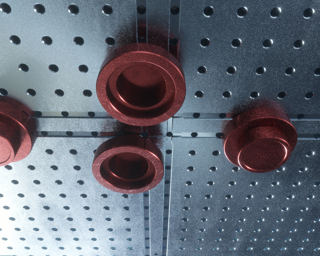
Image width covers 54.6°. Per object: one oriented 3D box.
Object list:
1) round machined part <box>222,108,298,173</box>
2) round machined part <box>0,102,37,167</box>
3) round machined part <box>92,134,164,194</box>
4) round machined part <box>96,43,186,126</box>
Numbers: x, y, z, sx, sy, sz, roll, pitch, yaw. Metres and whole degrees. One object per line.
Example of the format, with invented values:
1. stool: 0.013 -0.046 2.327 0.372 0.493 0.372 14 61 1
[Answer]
1. round machined part: 0.137 0.024 0.421 0.099 0.042 0.097 0 130 0
2. round machined part: -0.220 0.014 0.410 0.099 0.042 0.097 0 130 0
3. round machined part: -0.043 0.046 0.439 0.099 0.042 0.097 0 130 0
4. round machined part: -0.021 -0.053 0.355 0.099 0.042 0.097 0 130 0
